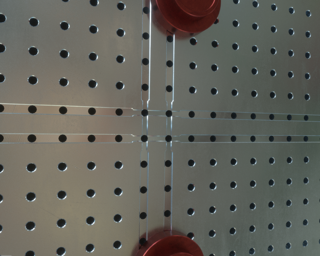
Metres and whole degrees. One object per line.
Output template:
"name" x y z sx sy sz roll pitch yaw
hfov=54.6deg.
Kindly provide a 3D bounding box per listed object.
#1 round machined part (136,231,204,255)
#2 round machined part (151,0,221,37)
"round machined part" 0.017 0.191 0.410 0.099 0.042 0.097 0 90 -20
"round machined part" 0.040 -0.178 0.418 0.099 0.042 0.097 0 90 -20
